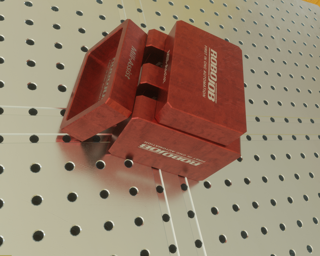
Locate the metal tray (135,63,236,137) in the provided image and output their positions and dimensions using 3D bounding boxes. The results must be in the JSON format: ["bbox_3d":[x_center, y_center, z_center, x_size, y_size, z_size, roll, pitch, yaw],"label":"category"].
[{"bbox_3d":[0.021,-0.021,0.389,0.131,0.090,0.030,19,53,-19],"label":"metal tray"}]

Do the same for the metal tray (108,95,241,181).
[{"bbox_3d":[0.016,0.018,0.363,0.131,0.090,0.030,19,55,-17],"label":"metal tray"}]

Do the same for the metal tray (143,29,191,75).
[{"bbox_3d":[0.028,-0.070,0.422,0.131,0.090,0.030,19,55,-17],"label":"metal tray"}]

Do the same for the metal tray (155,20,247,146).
[{"bbox_3d":[0.048,-0.053,0.346,0.091,0.030,0.130,19,54,-17],"label":"metal tray"}]

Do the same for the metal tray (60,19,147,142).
[{"bbox_3d":[-0.064,-0.057,0.363,0.030,0.090,0.130,35,47,-34],"label":"metal tray"}]
